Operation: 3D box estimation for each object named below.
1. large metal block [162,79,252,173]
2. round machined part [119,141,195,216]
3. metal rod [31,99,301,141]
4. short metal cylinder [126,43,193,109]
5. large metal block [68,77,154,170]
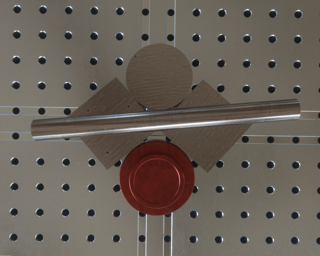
[{"bbox_3d":[0.055,-0.003,0.395,0.080,0.050,0.080,42,91,0],"label":"large metal block"},{"bbox_3d":[-0.004,0.065,0.401,0.099,0.042,0.097,0,90,0],"label":"round machined part"},{"bbox_3d":[0.006,-0.009,0.358,0.302,0.025,0.025,-5,90,0],"label":"metal rod"},{"bbox_3d":[-0.001,-0.062,0.397,0.081,0.050,0.079,0,90,0],"label":"short metal cylinder"},{"bbox_3d":[-0.058,-0.006,0.396,0.080,0.050,0.080,-39,92,0],"label":"large metal block"}]
